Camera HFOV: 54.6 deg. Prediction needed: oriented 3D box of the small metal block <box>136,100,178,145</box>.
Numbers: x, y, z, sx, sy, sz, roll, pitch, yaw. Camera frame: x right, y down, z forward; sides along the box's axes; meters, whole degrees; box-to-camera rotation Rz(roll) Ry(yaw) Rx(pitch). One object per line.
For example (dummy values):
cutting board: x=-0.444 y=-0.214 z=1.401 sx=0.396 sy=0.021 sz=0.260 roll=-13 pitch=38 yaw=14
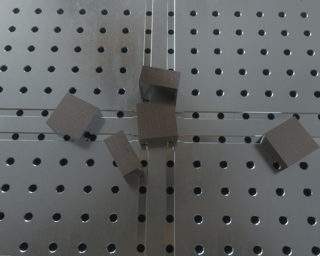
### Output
small metal block: x=-0.004 y=-0.007 z=0.414 sx=0.050 sy=0.025 sz=0.050 roll=-5 pitch=70 yaw=-2

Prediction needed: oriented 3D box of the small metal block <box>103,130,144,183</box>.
small metal block: x=-0.044 y=0.037 z=0.385 sx=0.025 sy=0.050 sz=0.050 roll=-29 pitch=73 yaw=-10

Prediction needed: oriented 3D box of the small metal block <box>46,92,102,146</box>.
small metal block: x=-0.114 y=-0.012 z=0.416 sx=0.050 sy=0.025 sz=0.050 roll=26 pitch=72 yaw=9

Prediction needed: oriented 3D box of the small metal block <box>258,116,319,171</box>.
small metal block: x=0.167 y=0.020 z=0.405 sx=0.050 sy=0.025 sz=0.050 roll=-29 pitch=73 yaw=-10

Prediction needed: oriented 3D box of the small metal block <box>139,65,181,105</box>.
small metal block: x=0.000 y=-0.057 z=0.419 sx=0.050 sy=0.050 sz=0.025 roll=10 pitch=71 yaw=4
